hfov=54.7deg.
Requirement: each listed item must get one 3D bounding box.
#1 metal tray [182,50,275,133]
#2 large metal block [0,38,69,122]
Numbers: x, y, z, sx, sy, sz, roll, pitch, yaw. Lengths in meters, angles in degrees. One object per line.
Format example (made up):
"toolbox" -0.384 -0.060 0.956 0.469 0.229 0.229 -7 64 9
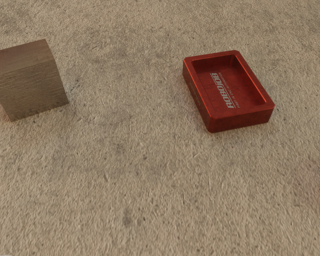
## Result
"metal tray" 0.094 -0.058 0.448 0.091 0.030 0.130 -11 51 -9
"large metal block" -0.179 -0.064 0.420 0.081 0.080 0.050 -21 53 -17
